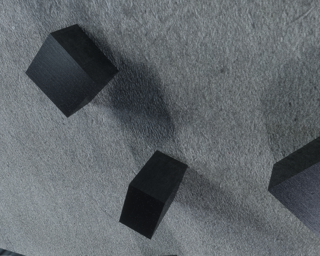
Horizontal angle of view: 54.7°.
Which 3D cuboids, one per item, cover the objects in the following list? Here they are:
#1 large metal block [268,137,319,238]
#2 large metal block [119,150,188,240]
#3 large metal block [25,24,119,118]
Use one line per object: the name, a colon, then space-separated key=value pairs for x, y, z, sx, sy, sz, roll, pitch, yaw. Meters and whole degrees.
large metal block: x=0.179 y=0.061 z=0.334 sx=0.080 sy=0.050 sz=0.080 roll=43 pitch=129 yaw=-2
large metal block: x=-0.009 y=0.092 z=0.433 sx=0.050 sy=0.080 sz=0.079 roll=26 pitch=128 yaw=12
large metal block: x=-0.115 y=-0.074 z=0.406 sx=0.080 sy=0.050 sz=0.080 roll=48 pitch=129 yaw=-6
